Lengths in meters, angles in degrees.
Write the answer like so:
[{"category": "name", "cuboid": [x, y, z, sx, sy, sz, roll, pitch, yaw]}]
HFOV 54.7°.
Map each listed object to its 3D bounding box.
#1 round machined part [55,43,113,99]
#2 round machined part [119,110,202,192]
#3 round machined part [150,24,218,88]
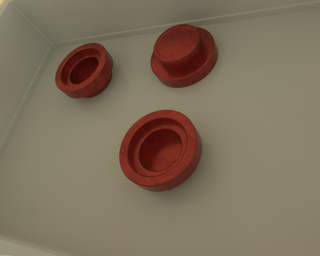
[{"category": "round machined part", "cuboid": [-0.119, -0.089, 0.509, 0.098, 0.042, 0.098, -13, 56, 20]}, {"category": "round machined part", "cuboid": [0.004, 0.030, 0.373, 0.098, 0.042, 0.098, -13, 56, 20]}, {"category": "round machined part", "cuboid": [0.030, -0.110, 0.445, 0.098, 0.042, 0.098, -13, 56, 20]}]
